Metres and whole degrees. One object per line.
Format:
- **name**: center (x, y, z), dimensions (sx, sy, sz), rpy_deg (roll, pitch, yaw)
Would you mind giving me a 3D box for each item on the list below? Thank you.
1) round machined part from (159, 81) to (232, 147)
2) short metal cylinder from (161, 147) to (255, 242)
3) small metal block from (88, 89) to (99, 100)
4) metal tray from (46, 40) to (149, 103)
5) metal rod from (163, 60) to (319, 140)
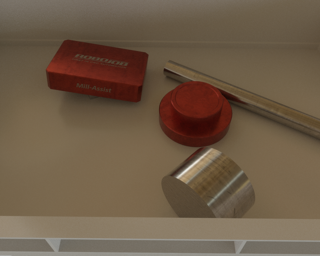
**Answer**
- **round machined part**: center (0.048, -0.026, 0.416), dimensions (0.099, 0.042, 0.098), rpy_deg (0, 50, 0)
- **short metal cylinder**: center (0.047, 0.066, 0.314), dimensions (0.050, 0.080, 0.080), rpy_deg (-36, 59, -26)
- **small metal block**: center (-0.091, -0.075, 0.467), dimensions (0.050, 0.025, 0.050), rpy_deg (-21, 53, -17)
- **metal tray**: center (-0.087, -0.086, 0.456), dimensions (0.131, 0.030, 0.090), rpy_deg (9, 44, -3)
- **metal rod**: center (0.140, -0.032, 0.433), dimensions (0.301, 0.025, 0.025), rpy_deg (26, 55, 19)
